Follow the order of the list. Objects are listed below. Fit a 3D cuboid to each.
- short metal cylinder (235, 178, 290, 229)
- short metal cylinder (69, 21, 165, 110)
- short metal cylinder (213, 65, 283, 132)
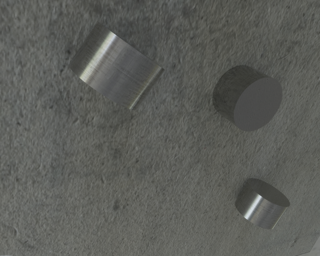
[{"bbox_3d":[0.183,0.135,0.558,0.081,0.080,0.050,12,112,-34],"label":"short metal cylinder"},{"bbox_3d":[-0.042,-0.062,0.311,0.080,0.080,0.050,28,103,-38],"label":"short metal cylinder"},{"bbox_3d":[0.122,-0.042,0.434,0.081,0.050,0.079,-14,125,-21],"label":"short metal cylinder"}]
